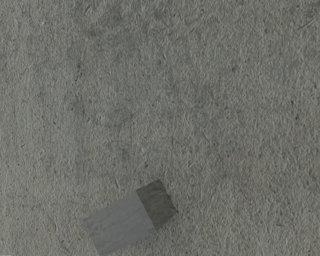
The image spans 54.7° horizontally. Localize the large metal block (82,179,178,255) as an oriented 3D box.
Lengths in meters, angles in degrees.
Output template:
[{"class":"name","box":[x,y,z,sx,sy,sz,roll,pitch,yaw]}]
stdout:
[{"class":"large metal block","box":[-0.034,0.111,0.392,0.080,0.080,0.050,-32,80,17]}]
